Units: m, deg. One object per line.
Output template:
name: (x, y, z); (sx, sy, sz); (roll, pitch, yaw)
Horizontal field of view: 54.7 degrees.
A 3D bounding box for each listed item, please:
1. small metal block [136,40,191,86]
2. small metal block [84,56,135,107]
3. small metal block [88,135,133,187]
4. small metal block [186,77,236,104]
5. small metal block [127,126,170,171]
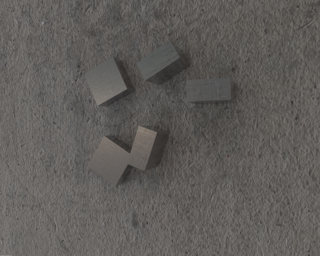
small metal block: (0.006, -0.081, 0.394); (0.050, 0.050, 0.025); (-31, 80, 17)
small metal block: (-0.071, -0.064, 0.434); (0.050, 0.025, 0.050); (-27, 81, 18)
small metal block: (-0.064, 0.045, 0.432); (0.050, 0.025, 0.050); (33, 100, 17)
small metal block: (0.063, -0.043, 0.373); (0.050, 0.050, 0.025); (-1, 90, 20)
small metal block: (-0.014, 0.025, 0.400); (0.025, 0.050, 0.050); (20, 97, 19)
